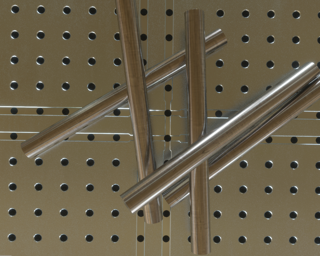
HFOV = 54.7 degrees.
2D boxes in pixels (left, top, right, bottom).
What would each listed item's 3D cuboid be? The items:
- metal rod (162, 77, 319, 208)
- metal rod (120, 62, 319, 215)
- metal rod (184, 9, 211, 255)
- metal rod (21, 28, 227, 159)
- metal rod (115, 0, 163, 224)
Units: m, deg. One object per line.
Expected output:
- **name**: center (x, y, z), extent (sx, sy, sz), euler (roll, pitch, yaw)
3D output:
- **metal rod**: center (0.131, 0.008, 0.415), extent (0.301, 0.025, 0.025), euler (-36, 90, -1)
- **metal rod**: center (0.084, 0.002, 0.373), extent (0.302, 0.025, 0.025), euler (-34, 90, -17)
- **metal rod**: center (0.047, 0.005, 0.388), extent (0.025, 0.025, 0.298), euler (-2, 90, -1)
- **metal rod**: center (-0.047, -0.046, 0.412), extent (0.301, 0.025, 0.025), euler (-30, 90, -1)
- **metal rod**: center (-0.026, -0.024, 0.391), extent (0.025, 0.025, 0.298), euler (-7, 99, 0)
